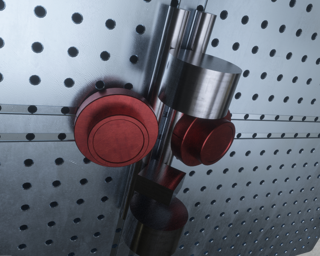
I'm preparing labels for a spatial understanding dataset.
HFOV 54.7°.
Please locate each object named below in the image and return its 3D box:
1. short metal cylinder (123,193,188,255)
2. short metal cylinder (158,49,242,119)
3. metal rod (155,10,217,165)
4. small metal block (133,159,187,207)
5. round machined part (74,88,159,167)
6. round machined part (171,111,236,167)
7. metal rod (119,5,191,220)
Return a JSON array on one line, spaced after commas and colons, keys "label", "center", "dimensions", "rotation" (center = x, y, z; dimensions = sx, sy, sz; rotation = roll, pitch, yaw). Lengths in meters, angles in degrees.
[{"label": "short metal cylinder", "center": [-0.007, 0.130, 0.424], "dimensions": [0.081, 0.080, 0.050], "rotation": [1, 118, -29]}, {"label": "short metal cylinder", "center": [0.042, -0.050, 0.339], "dimensions": [0.081, 0.080, 0.050], "rotation": [1, 118, -29]}, {"label": "metal rod", "center": [0.018, -0.002, 0.418], "dimensions": [0.025, 0.025, 0.298], "rotation": [1, 118, -29]}, {"label": "small metal block", "center": [0.001, 0.071, 0.409], "dimensions": [0.050, 0.050, 0.025], "rotation": [-39, 148, -61]}, {"label": "round machined part", "center": [-0.049, 0.006, 0.361], "dimensions": [0.099, 0.042, 0.097], "rotation": [-6, 119, -10]}, {"label": "round machined part", "center": [0.065, 0.012, 0.426], "dimensions": [0.099, 0.042, 0.097], "rotation": [-26, 134, -30]}, {"label": "metal rod", "center": [-0.013, -0.001, 0.402], "dimensions": [0.025, 0.025, 0.298], "rotation": [1, 118, -29]}]
